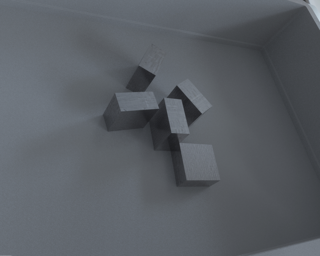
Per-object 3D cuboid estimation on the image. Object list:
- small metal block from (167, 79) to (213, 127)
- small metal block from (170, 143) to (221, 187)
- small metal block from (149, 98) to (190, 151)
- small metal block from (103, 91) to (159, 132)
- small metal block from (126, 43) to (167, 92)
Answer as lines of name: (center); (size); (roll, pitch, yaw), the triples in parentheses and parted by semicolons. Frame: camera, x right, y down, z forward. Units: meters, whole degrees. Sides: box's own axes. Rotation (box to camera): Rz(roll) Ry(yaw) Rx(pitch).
small metal block: (0.036, -0.031, 0.430); (0.050, 0.050, 0.025); (50, 51, 6)
small metal block: (0.045, 0.048, 0.402); (0.050, 0.025, 0.050); (5, 60, -26)
small metal block: (0.010, -0.004, 0.399); (0.025, 0.050, 0.050); (4, 60, -27)
small metal block: (-0.037, -0.020, 0.383); (0.050, 0.050, 0.025); (-6, 65, -31)
small metal block: (-0.019, -0.080, 0.430); (0.025, 0.050, 0.050); (30, 52, -10)
